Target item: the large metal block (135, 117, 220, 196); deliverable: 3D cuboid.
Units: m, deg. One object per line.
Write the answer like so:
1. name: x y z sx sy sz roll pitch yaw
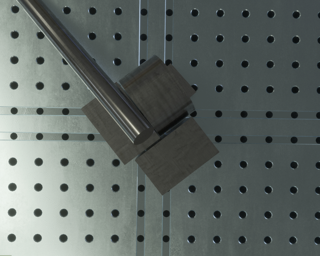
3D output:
1. large metal block: 0.019 0.031 0.384 0.080 0.080 0.050 -37 90 0

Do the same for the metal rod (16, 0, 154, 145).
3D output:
1. metal rod: -0.109 -0.097 0.360 0.025 0.025 0.300 -41 69 0

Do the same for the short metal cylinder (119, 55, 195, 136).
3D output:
1. short metal cylinder: -0.003 -0.037 0.360 0.050 0.080 0.080 -37 90 0

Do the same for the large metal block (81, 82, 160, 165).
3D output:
1. large metal block: -0.044 -0.005 0.386 0.050 0.080 0.080 -38 90 0

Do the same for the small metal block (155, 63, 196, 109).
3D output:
1. small metal block: 0.012 -0.049 0.414 0.050 0.025 0.050 -42 91 0
